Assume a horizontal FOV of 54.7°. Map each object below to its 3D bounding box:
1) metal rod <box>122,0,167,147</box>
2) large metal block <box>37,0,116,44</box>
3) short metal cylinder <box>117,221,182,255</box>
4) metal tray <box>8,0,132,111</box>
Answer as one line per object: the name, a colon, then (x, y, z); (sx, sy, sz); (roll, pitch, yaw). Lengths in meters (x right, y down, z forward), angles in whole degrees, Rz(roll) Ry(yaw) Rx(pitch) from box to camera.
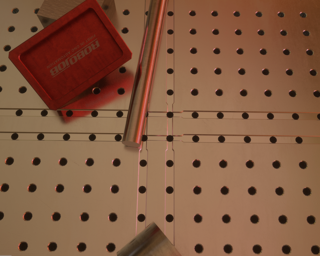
metal rod: (-0.015, -0.118, 0.454); (0.025, 0.025, 0.299); (8, 70, 3)
large metal block: (-0.120, -0.173, 0.461); (0.080, 0.050, 0.080); (16, 71, 5)
short metal cylinder: (-0.001, 0.147, 0.328); (0.050, 0.080, 0.080); (-39, 75, -13)
metal tray: (-0.114, -0.095, 0.409); (0.130, 0.030, 0.090); (-35, 105, -2)
